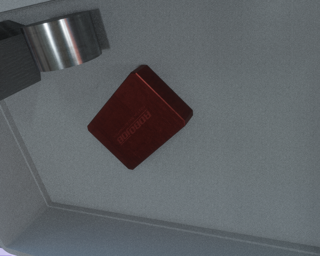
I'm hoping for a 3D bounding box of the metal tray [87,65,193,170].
[{"bbox_3d":[-0.031,-0.009,0.414,0.090,0.030,0.129,45,129,-4],"label":"metal tray"}]

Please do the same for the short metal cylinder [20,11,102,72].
[{"bbox_3d":[-0.115,-0.104,0.368,0.080,0.080,0.050,1,119,27],"label":"short metal cylinder"}]

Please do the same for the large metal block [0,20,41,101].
[{"bbox_3d":[-0.215,-0.094,0.425,0.050,0.080,0.079,21,126,15],"label":"large metal block"}]
